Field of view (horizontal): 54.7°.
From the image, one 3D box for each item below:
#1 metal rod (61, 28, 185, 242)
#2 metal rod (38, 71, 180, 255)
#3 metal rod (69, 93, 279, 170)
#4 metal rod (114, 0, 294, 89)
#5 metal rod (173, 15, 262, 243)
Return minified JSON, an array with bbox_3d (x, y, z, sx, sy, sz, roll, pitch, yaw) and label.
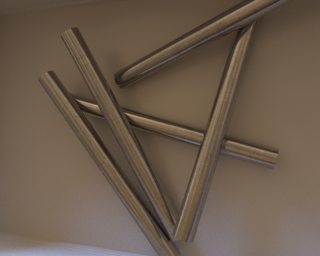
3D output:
[{"bbox_3d":[-0.046,0.008,0.401,0.025,0.025,0.299,-28,90,17],"label":"metal rod"},{"bbox_3d":[-0.071,0.049,0.418,0.025,0.025,0.299,-37,85,16],"label":"metal rod"},{"bbox_3d":[-0.001,-0.002,0.410,0.301,0.025,0.025,16,95,18],"label":"metal rod"},{"bbox_3d":[0.067,-0.117,0.360,0.300,0.025,0.025,-23,83,28],"label":"metal rod"},{"bbox_3d":[0.072,-0.016,0.362,0.025,0.025,0.299,17,87,19],"label":"metal rod"}]
